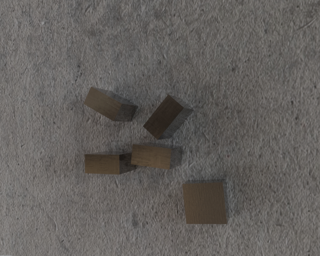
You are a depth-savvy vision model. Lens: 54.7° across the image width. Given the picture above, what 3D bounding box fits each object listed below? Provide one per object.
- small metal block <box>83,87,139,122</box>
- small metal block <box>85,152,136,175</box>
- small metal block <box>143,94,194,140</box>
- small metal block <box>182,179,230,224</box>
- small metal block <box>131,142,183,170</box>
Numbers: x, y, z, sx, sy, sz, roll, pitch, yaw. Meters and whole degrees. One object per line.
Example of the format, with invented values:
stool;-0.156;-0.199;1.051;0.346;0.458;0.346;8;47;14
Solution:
small metal block;-0.065;-0.031;0.419;0.050;0.050;0.025;29;100;17
small metal block;-0.066;0.046;0.419;0.050;0.050;0.025;-1;90;20
small metal block;0.012;-0.013;0.391;0.025;0.050;0.050;43;103;15
small metal block;0.058;0.092;0.388;0.050;0.025;0.050;-6;88;19
small metal block;-0.003;0.034;0.397;0.050;0.050;0.025;6;92;20
